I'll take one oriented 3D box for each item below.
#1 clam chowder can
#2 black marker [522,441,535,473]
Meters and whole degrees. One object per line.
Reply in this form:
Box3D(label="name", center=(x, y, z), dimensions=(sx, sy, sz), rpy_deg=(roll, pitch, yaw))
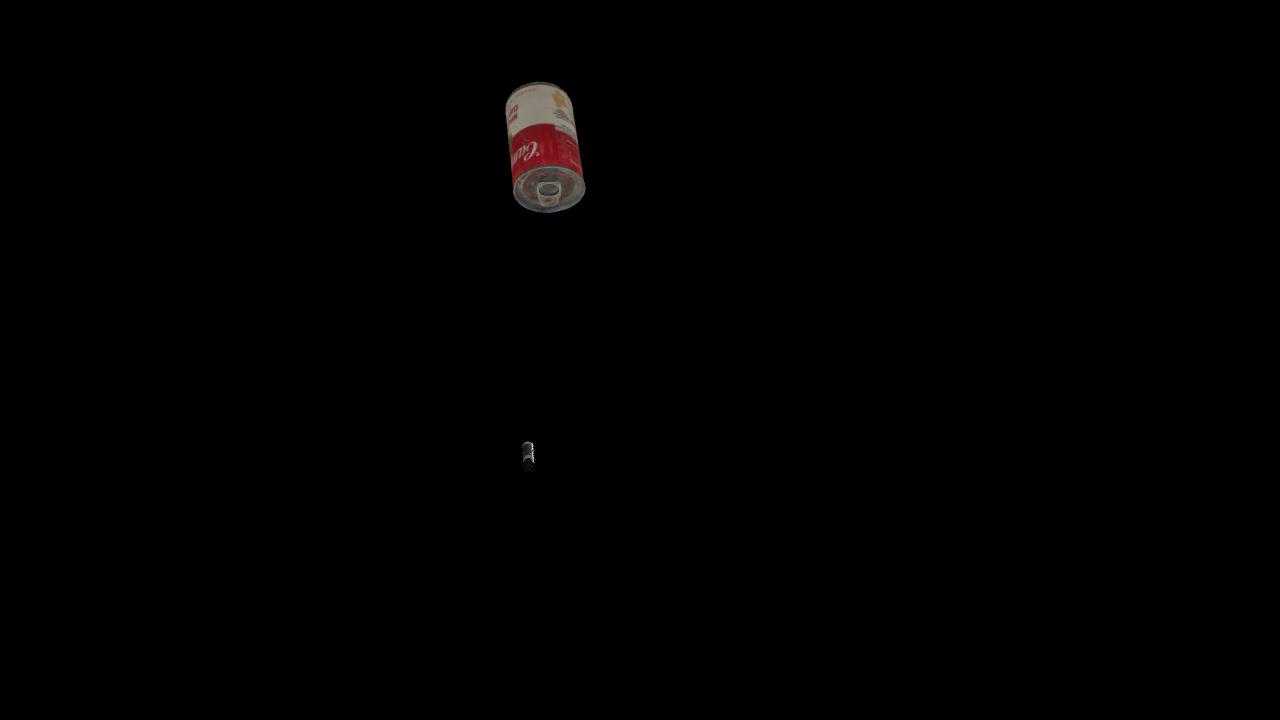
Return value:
Box3D(label="clam chowder can", center=(-0.092, -0.203, 0.589), dimensions=(0.068, 0.102, 0.068), rpy_deg=(-8, -21, -3))
Box3D(label="black marker", center=(-0.180, 0.156, 0.992), dimensions=(0.020, 0.020, 0.121), rpy_deg=(0, 8, -11))
